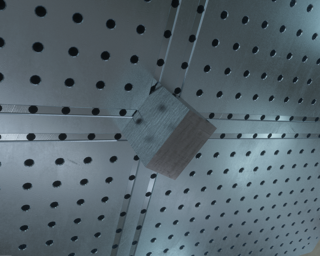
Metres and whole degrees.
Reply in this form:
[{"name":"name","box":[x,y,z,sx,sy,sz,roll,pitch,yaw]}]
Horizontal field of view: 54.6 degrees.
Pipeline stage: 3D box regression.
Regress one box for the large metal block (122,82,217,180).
[{"name":"large metal block","box":[0.008,0.003,0.381,0.050,0.080,0.080,30,102,-38]}]
